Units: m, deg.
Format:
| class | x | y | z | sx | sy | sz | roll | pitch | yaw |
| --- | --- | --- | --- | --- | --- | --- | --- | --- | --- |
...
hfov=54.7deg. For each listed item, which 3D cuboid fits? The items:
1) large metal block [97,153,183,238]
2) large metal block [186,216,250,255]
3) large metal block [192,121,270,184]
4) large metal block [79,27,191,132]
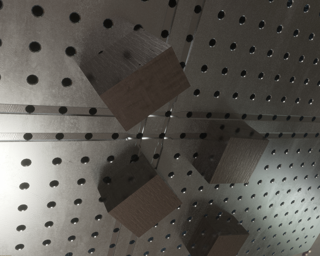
| class | x | y | z | sx | sy | sz | roll | pitch | yaw |
| --- | --- | --- | --- | --- | --- | --- | --- | --- | --- |
| large metal block | -0.027 | 0.097 | 0.442 | 0.080 | 0.050 | 0.080 | -38 | 130 | -3 |
| large metal block | 0.109 | 0.216 | 0.591 | 0.081 | 0.050 | 0.079 | 11 | 113 | -33 |
| large metal block | 0.108 | 0.039 | 0.481 | 0.081 | 0.050 | 0.079 | 5 | 116 | -31 |
| large metal block | -0.028 | -0.055 | 0.327 | 0.080 | 0.080 | 0.050 | -36 | 129 | -5 |
